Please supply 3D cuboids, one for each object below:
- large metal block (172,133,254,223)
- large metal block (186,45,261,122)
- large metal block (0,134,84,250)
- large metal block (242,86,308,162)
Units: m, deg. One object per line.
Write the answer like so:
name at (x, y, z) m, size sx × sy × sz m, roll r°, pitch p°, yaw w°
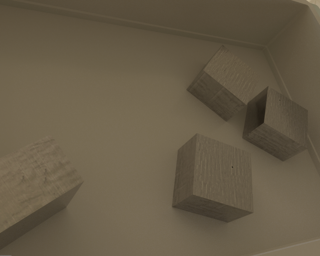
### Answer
large metal block at (0.066, 0.063, 0.386) m, size 0.080 × 0.050 × 0.080 m, roll 20°, pitch 54°, yaw -17°
large metal block at (0.101, -0.071, 0.487) m, size 0.080 × 0.050 × 0.080 m, roll 39°, pitch 51°, yaw -2°
large metal block at (-0.122, 0.060, 0.268) m, size 0.081 × 0.080 × 0.050 m, roll -31°, pitch 79°, yaw -38°
large metal block at (0.184, -0.007, 0.492) m, size 0.080 × 0.050 × 0.080 m, roll 29°, pitch 52°, yaw -10°
